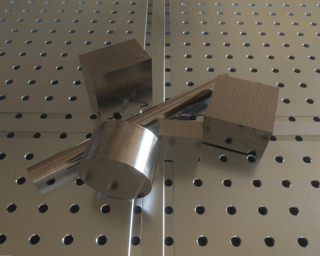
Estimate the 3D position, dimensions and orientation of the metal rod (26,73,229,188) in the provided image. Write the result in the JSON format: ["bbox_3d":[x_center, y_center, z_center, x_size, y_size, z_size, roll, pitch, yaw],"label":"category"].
[{"bbox_3d":[-0.024,-0.007,0.413,0.302,0.025,0.025,-28,56,-22],"label":"metal rod"}]

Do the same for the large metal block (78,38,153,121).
[{"bbox_3d":[-0.058,-0.066,0.428,0.081,0.080,0.050,-23,54,-18],"label":"large metal block"}]

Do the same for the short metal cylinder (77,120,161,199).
[{"bbox_3d":[-0.043,0.036,0.340,0.080,0.080,0.050,9,51,7],"label":"short metal cylinder"}]

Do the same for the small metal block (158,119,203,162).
[{"bbox_3d":[0.024,0.016,0.378,0.050,0.050,0.025,4,50,3],"label":"small metal block"}]

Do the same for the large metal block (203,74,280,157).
[{"bbox_3d":[0.104,-0.018,0.404,0.080,0.050,0.080,15,52,12],"label":"large metal block"}]
